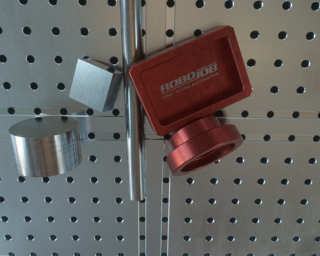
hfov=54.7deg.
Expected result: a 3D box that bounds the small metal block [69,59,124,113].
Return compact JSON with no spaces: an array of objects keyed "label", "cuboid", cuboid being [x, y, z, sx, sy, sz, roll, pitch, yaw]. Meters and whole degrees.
[{"label":"small metal block","cuboid":[-0.079,-0.053,0.383,0.050,0.025,0.050,25,110,15]}]

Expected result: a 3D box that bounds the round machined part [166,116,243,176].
[{"label":"round machined part","cuboid":[0.052,0.020,0.393,0.098,0.098,0.042,-29,71,10]}]

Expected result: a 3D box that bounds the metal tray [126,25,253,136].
[{"label":"metal tray","cuboid":[0.037,-0.057,0.375,0.131,0.030,0.090,-25,109,-5]}]

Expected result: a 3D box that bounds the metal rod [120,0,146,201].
[{"label":"metal rod","cuboid":[-0.033,-0.041,0.397,0.025,0.025,0.298,0,110,0]}]

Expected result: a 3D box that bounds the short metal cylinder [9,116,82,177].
[{"label":"short metal cylinder","cuboid":[-0.142,0.020,0.390,0.081,0.080,0.050,0,110,0]}]
